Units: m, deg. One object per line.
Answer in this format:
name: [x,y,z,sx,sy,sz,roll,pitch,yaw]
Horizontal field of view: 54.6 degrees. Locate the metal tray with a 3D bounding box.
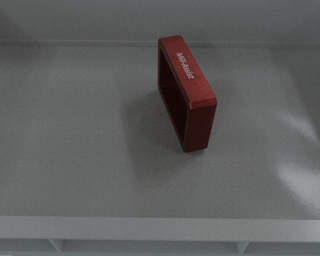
metal tray: [0.029,-0.045,0.398,0.030,0.090,0.130,-12,51,-11]
